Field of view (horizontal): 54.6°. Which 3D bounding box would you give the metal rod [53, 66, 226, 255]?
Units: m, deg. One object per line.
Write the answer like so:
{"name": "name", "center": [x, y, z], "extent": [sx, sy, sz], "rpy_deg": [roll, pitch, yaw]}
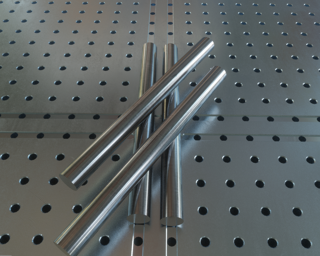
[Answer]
{"name": "metal rod", "center": [-0.002, 0.017, 0.361], "extent": [0.025, 0.025, 0.301], "rpy_deg": [28, 55, 21]}

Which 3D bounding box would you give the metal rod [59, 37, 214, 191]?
{"name": "metal rod", "center": [-0.012, -0.037, 0.407], "extent": [0.025, 0.025, 0.301], "rpy_deg": [28, 55, 21]}

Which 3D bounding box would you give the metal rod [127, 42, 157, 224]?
{"name": "metal rod", "center": [-0.020, -0.019, 0.424], "extent": [0.025, 0.025, 0.300], "rpy_deg": [1, 50, 1]}

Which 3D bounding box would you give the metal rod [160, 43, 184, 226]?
{"name": "metal rod", "center": [0.015, -0.016, 0.422], "extent": [0.025, 0.025, 0.300], "rpy_deg": [1, 50, 1]}
